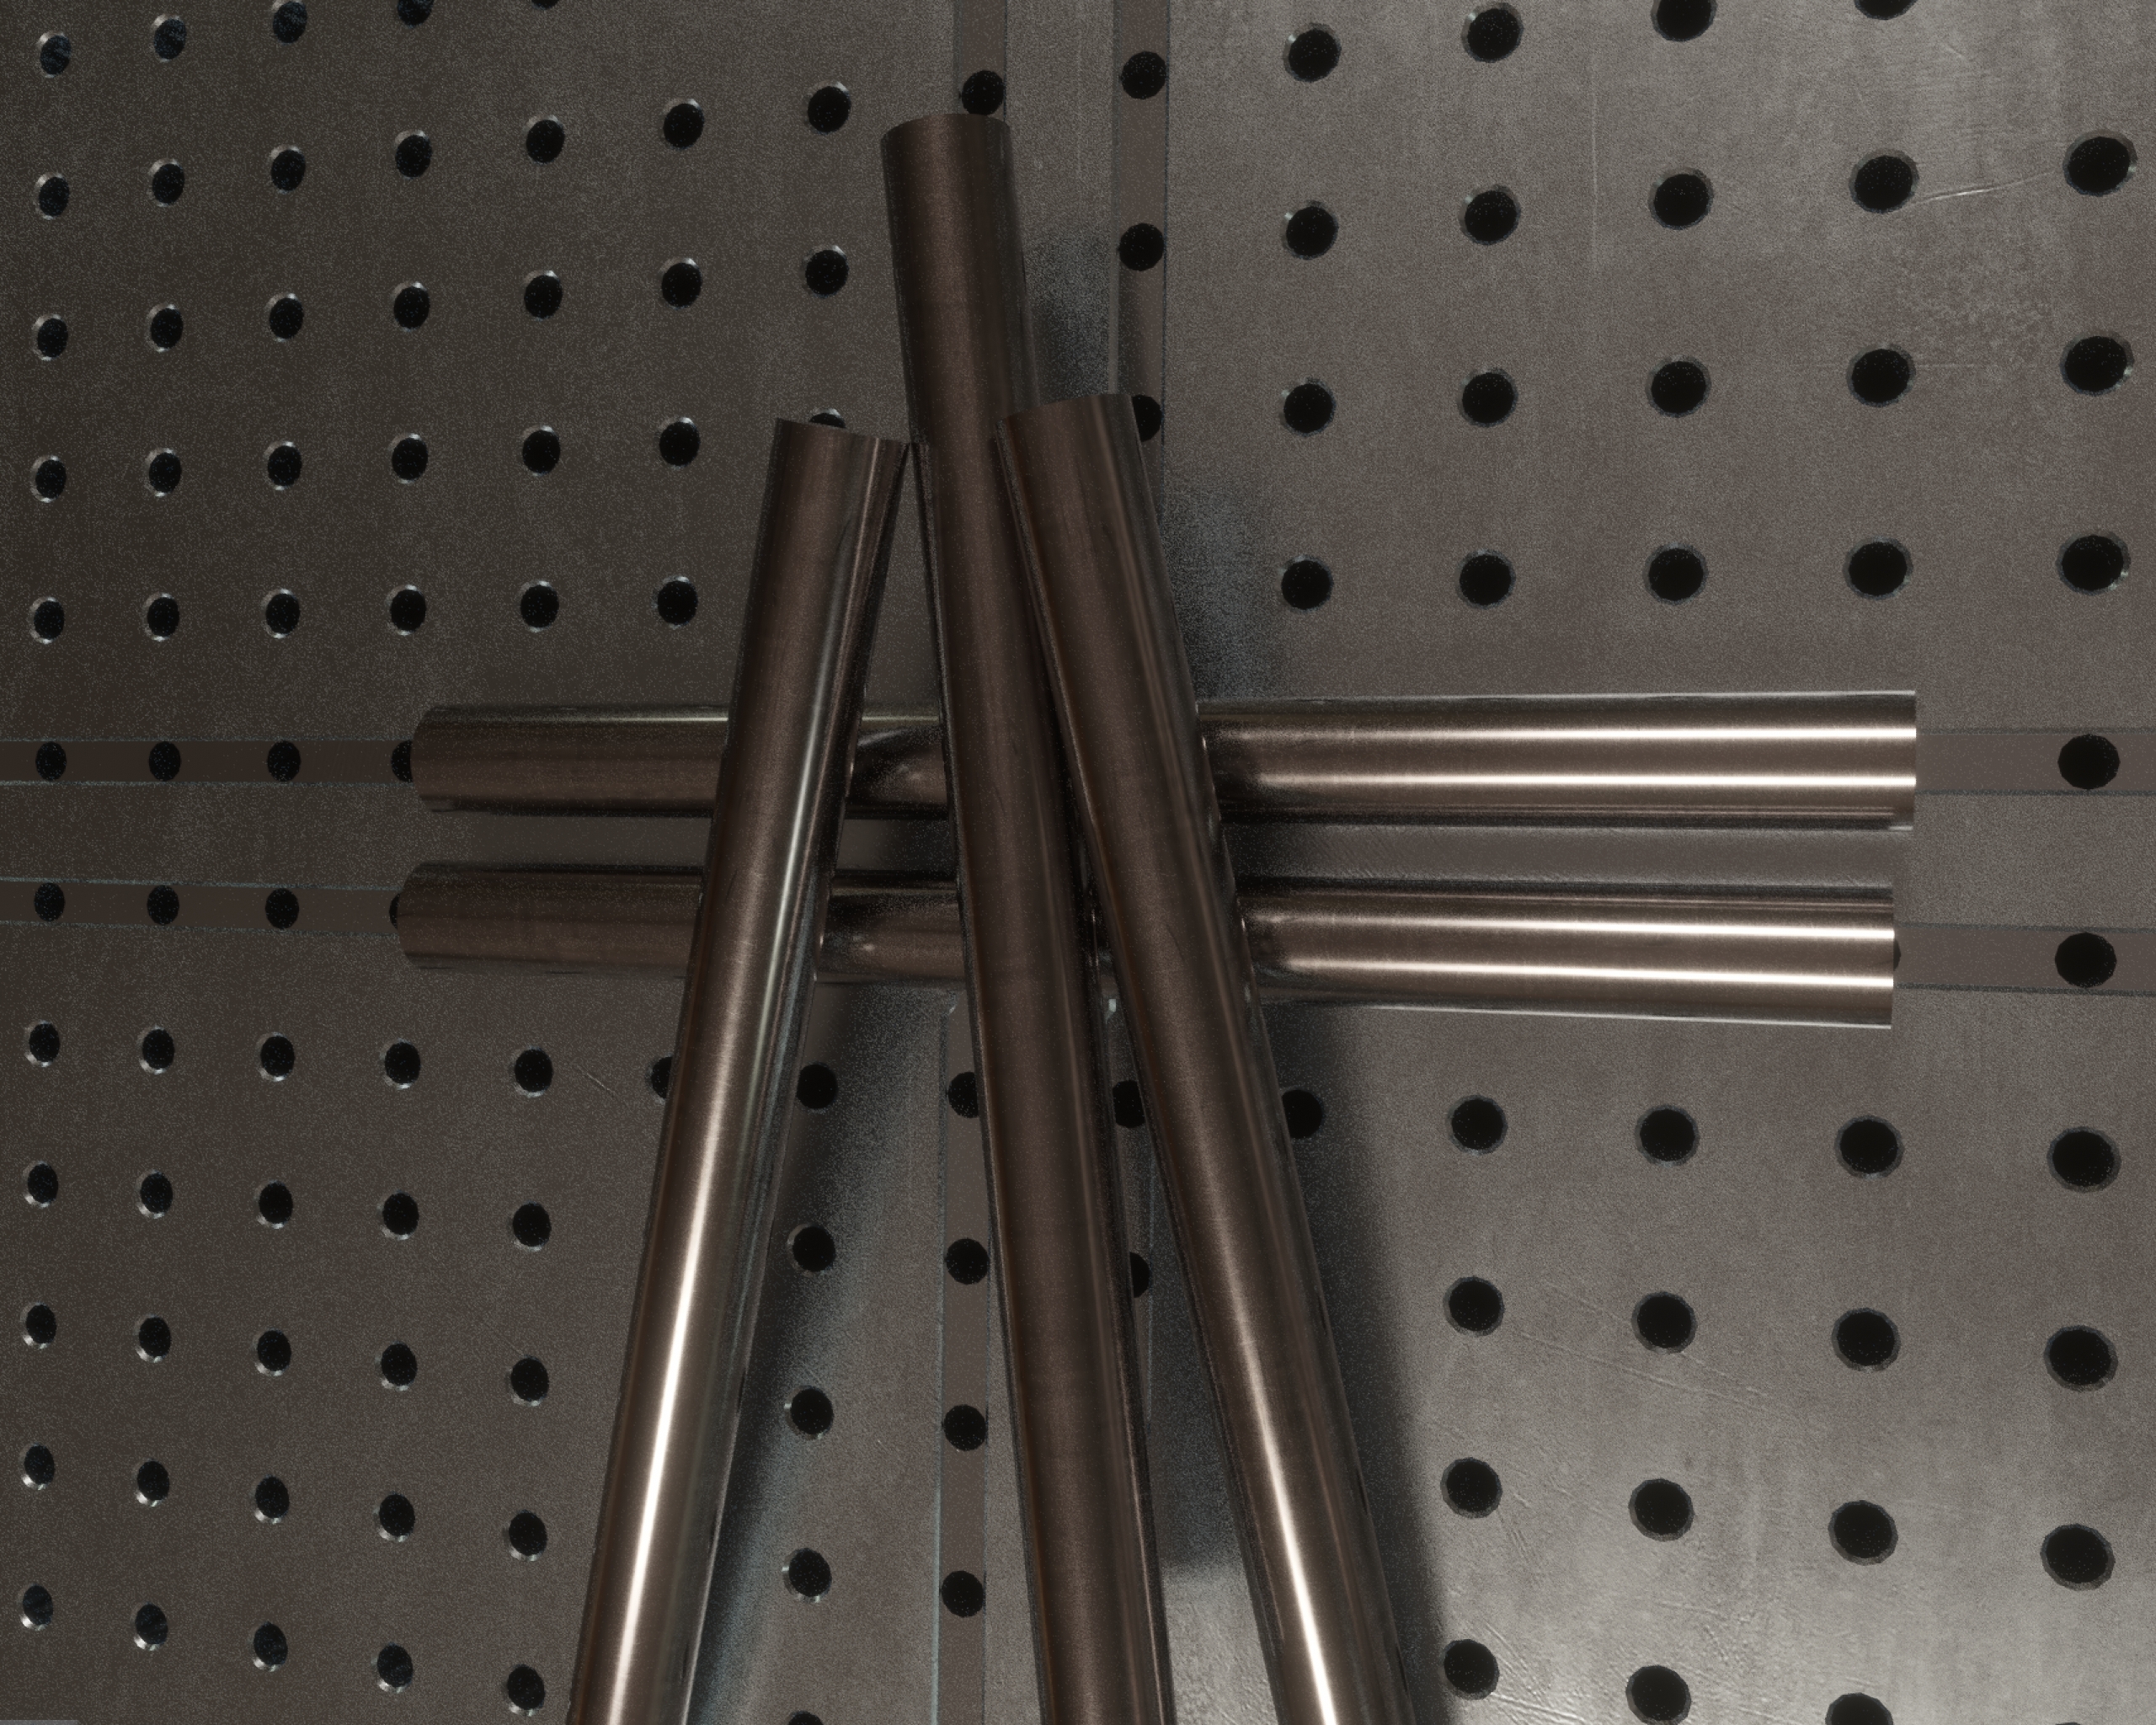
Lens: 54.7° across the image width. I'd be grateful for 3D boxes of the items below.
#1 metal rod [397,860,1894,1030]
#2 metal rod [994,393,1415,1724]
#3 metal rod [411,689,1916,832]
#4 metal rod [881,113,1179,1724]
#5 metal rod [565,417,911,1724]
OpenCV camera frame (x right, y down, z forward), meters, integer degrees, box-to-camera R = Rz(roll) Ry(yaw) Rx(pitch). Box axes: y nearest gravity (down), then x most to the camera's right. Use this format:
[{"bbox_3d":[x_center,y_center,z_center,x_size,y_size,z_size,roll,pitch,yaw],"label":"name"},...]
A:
[{"bbox_3d":[-0.001,0.014,0.412,0.301,0.025,0.025,1,90,19],"label":"metal rod"},{"bbox_3d":[0.029,0.065,0.382,0.025,0.025,0.298,-11,93,19],"label":"metal rod"},{"bbox_3d":[0.003,-0.020,0.411,0.301,0.025,0.025,1,90,19],"label":"metal rod"},{"bbox_3d":[-0.009,0.012,0.389,0.025,0.025,0.298,-7,88,19],"label":"metal rod"},{"bbox_3d":[-0.072,0.063,0.417,0.025,0.025,0.298,15,102,19],"label":"metal rod"}]
